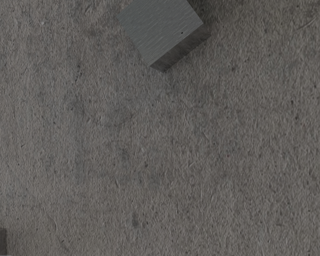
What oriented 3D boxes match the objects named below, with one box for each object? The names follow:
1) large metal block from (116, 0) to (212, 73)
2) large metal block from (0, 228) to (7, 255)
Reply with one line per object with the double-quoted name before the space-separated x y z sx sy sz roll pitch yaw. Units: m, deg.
"large metal block" 0.006 -0.130 0.394 0.080 0.050 0.080 -36 79 16
"large metal block" -0.291 0.206 0.482 0.050 0.080 0.080 -2 90 20
